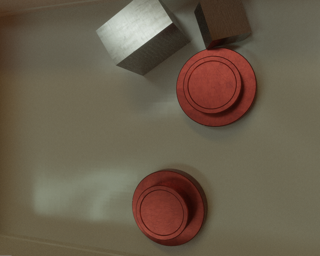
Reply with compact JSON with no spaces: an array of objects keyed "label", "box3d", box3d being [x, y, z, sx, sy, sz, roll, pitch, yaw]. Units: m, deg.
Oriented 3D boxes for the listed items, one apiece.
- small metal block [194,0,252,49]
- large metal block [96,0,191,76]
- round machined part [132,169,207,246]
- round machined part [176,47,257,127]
[{"label":"small metal block","box3d":[0.075,-0.128,0.373,0.050,0.025,0.050,-16,84,-11]},{"label":"large metal block","box3d":[-0.017,-0.114,0.387,0.080,0.080,0.050,-33,80,17]},{"label":"round machined part","box3d":[0.008,0.103,0.398,0.098,0.042,0.097,0,90,19]},{"label":"round machined part","box3d":[0.067,-0.050,0.378,0.098,0.042,0.097,0,90,19]}]
